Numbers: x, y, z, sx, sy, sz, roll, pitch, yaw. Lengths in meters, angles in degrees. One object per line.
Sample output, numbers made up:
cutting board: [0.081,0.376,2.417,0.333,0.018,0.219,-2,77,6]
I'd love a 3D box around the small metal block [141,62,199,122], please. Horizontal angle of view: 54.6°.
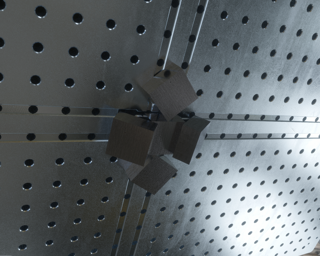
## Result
small metal block: [0.013,-0.045,0.390,0.050,0.025,0.050,-38,129,-3]

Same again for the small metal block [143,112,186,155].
small metal block: [0.000,0.008,0.415,0.050,0.025,0.050,1,117,-29]

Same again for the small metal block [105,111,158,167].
small metal block: [-0.035,0.013,0.383,0.050,0.025,0.050,18,114,3]

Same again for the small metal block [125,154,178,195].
small metal block: [-0.011,0.061,0.441,0.050,0.025,0.050,-47,128,5]

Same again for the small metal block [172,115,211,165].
small metal block: [0.044,0.015,0.426,0.050,0.025,0.050,-36,146,-61]
